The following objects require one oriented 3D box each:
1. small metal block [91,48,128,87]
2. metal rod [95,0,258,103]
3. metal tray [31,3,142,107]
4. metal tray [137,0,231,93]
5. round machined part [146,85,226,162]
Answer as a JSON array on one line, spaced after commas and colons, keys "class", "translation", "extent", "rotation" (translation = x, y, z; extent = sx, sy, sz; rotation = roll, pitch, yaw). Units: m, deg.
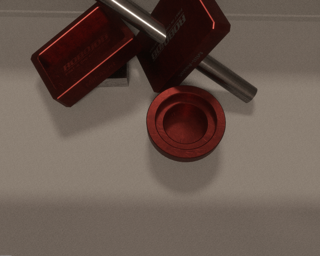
[{"class": "small metal block", "translation": [-0.071, -0.086, 0.440], "extent": [0.050, 0.025, 0.050], "rotation": [-2, 70, -1]}, {"class": "metal rod", "translation": [0.001, -0.123, 0.401], "extent": [0.301, 0.025, 0.025], "rotation": [32, 72, -11]}, {"class": "metal tray", "translation": [-0.100, -0.101, 0.416], "extent": [0.130, 0.030, 0.090], "rotation": [-38, 64, 3]}, {"class": "metal tray", "translation": [0.020, -0.117, 0.399], "extent": [0.030, 0.129, 0.090], "rotation": [-8, 65, -40]}, {"class": "round machined part", "translation": [0.032, -0.003, 0.402], "extent": [0.099, 0.042, 0.098], "rotation": [0, 70, -1]}]
